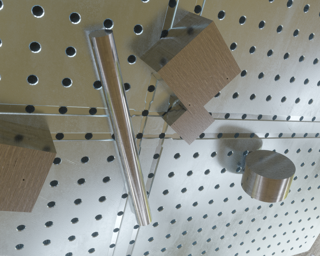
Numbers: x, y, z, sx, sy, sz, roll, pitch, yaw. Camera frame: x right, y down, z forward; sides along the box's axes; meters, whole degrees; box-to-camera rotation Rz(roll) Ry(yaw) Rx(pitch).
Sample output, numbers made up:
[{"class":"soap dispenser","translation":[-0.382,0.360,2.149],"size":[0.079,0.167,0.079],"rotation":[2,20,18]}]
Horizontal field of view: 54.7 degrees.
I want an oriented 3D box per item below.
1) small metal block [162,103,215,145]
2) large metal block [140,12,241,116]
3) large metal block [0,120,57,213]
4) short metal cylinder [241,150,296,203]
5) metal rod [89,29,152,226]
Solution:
[{"class":"small metal block","translation":[0.040,-0.012,0.427],"size":[0.050,0.025,0.050],"rotation":[-44,130,2]},{"class":"large metal block","translation":[0.037,-0.076,0.370],"size":[0.080,0.050,0.080],"rotation":[-43,130,1]},{"class":"large metal block","translation":[-0.167,0.039,0.329],"size":[0.081,0.050,0.080],"rotation":[16,110,-35]},{"class":"short metal cylinder","translation":[0.183,0.081,0.529],"size":[0.081,0.080,0.050],"rotation":[-12,124,-22]},{"class":"metal rod","translation":[-0.043,0.023,0.403],"size":[0.025,0.025,0.298],"rotation":[-21,127,-17]}]
